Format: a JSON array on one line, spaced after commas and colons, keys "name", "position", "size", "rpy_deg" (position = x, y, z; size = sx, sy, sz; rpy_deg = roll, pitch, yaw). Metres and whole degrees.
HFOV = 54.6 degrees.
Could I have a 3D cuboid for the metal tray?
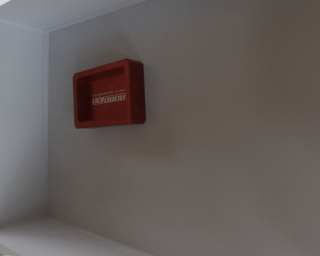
[{"name": "metal tray", "position": [-0.081, -0.047, 0.471], "size": [0.130, 0.030, 0.090], "rpy_deg": [-4, 87, 40]}]
